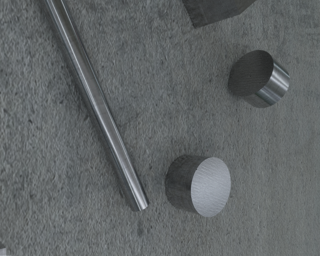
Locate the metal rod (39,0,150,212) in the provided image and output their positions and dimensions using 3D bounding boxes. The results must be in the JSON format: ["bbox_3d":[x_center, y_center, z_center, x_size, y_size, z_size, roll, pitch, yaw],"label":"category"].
[{"bbox_3d":[-0.075,-0.038,0.341,0.025,0.025,0.298,-33,110,-35],"label":"metal rod"}]

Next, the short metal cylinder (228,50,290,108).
[{"bbox_3d":[0.159,-0.078,0.502,0.050,0.080,0.080,25,75,-38],"label":"short metal cylinder"}]

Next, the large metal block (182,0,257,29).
[{"bbox_3d":[0.091,-0.192,0.445,0.080,0.080,0.050,-45,117,-31],"label":"large metal block"}]

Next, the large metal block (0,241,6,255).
[{"bbox_3d":[-0.167,0.113,0.229,0.081,0.080,0.050,-4,93,-40],"label":"large metal block"}]

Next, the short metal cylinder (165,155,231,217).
[{"bbox_3d":[0.054,0.079,0.433,0.081,0.050,0.080,0,90,-40],"label":"short metal cylinder"}]
